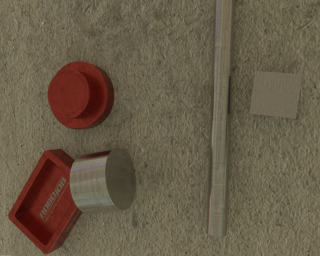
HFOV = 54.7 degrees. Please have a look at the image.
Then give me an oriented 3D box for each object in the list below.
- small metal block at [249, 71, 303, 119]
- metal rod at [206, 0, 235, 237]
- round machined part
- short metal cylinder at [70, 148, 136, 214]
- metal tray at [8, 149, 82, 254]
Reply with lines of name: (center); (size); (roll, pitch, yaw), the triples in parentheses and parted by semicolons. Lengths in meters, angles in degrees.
small metal block: (0.135, -0.038, 0.362); (0.050, 0.025, 0.050); (8, 93, 19)
metal rod: (0.075, -0.019, 0.382); (0.025, 0.025, 0.298); (2, 91, 20)
round machined part: (-0.119, -0.047, 0.442); (0.098, 0.042, 0.097); (0, 90, 20)
short metal cylinder: (-0.072, 0.069, 0.405); (0.050, 0.080, 0.080); (-12, 86, 20)
metal tray: (-0.160, 0.108, 0.462); (0.090, 0.030, 0.129); (36, 101, 16)
